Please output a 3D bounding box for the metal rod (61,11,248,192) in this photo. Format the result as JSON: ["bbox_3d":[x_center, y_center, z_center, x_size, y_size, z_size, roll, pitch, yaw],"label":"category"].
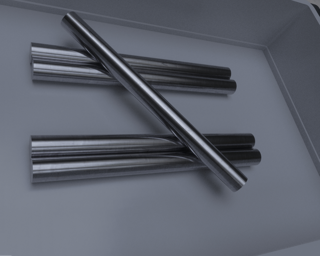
[{"bbox_3d":[-0.009,-0.034,0.388,0.300,0.025,0.025,44,51,2],"label":"metal rod"}]

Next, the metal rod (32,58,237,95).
[{"bbox_3d":[-0.017,-0.068,0.436,0.303,0.025,0.025,0,62,-28],"label":"metal rod"}]

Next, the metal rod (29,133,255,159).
[{"bbox_3d":[0.000,0.020,0.391,0.303,0.025,0.025,0,62,-28],"label":"metal rod"}]

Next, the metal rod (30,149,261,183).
[{"bbox_3d":[0.005,0.042,0.380,0.303,0.025,0.025,0,62,-28],"label":"metal rod"}]

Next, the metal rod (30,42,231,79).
[{"bbox_3d":[-0.023,-0.090,0.446,0.303,0.025,0.025,0,62,-28],"label":"metal rod"}]
